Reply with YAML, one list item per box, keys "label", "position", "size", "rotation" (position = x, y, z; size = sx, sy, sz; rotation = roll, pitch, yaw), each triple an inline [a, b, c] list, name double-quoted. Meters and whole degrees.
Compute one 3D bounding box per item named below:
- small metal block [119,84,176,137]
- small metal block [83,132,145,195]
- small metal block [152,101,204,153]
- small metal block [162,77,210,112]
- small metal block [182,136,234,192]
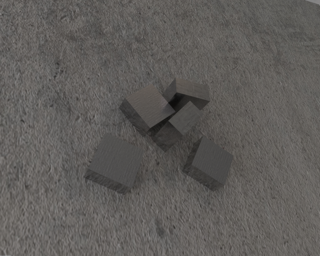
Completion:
- label: "small metal block"
  position: [-0.017, -0.024, 0.409]
  size: [0.050, 0.025, 0.050]
  rotation: [-34, 81, -38]
- label: "small metal block"
  position: [-0.051, 0.040, 0.351]
  size: [0.050, 0.025, 0.050]
  rotation: [27, 52, -12]
- label: "small metal block"
  position: [0.023, -0.001, 0.400]
  size: [0.025, 0.050, 0.050]
  rotation: [45, 51, 3]
- label: "small metal block"
  position: [0.033, -0.040, 0.430]
  size: [0.050, 0.050, 0.025]
  rotation: [12, 57, -22]
- label: "small metal block"
  position: [0.064, 0.047, 0.409]
  size: [0.050, 0.025, 0.050]
  rotation: [33, 51, -7]
